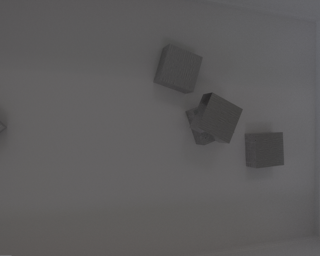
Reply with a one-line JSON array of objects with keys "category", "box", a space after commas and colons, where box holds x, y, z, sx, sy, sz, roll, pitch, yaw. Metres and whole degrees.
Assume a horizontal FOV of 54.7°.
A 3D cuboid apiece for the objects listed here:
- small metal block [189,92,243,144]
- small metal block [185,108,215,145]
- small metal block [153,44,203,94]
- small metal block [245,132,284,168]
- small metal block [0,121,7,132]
[{"category": "small metal block", "box": [0.075, -0.013, 0.411, 0.050, 0.025, 0.050, 26, 82, -18]}, {"category": "small metal block", "box": [0.070, -0.008, 0.436, 0.050, 0.025, 0.050, -21, 97, -19]}, {"category": "small metal block", "box": [0.024, -0.079, 0.419, 0.050, 0.025, 0.050, 17, 84, -19]}, {"category": "small metal block", "box": [0.158, 0.032, 0.469, 0.050, 0.025, 0.050, -3, 91, -20]}, {"category": "small metal block", "box": [-0.206, -0.002, 0.335, 0.050, 0.025, 0.050, -45, 104, -14]}]
